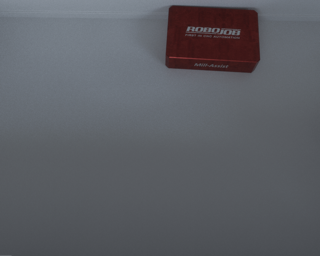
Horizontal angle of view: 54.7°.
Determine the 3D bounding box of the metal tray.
[{"bbox_3d":[0.076,-0.131,0.455,0.131,0.030,0.090,3,70,1],"label":"metal tray"}]
